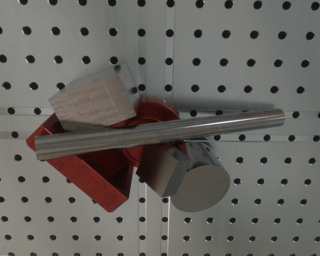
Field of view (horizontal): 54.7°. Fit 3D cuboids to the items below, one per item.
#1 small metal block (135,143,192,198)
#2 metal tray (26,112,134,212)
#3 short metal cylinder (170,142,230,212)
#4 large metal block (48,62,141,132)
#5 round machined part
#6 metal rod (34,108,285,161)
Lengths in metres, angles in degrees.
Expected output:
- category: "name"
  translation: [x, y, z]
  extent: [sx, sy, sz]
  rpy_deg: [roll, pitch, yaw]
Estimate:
- category: "small metal block"
  translation: [0.003, 0.047, 0.371]
  extent: [0.025, 0.050, 0.050]
  rpy_deg: [4, 115, -47]
- category: "metal tray"
  translation: [-0.092, 0.035, 0.389]
  extent: [0.030, 0.090, 0.130]
  rpy_deg: [-42, 105, 14]
- category: "short metal cylinder"
  translation: [0.045, 0.065, 0.412]
  extent: [0.081, 0.050, 0.079]
  rpy_deg: [-8, 124, -13]
- category: "large metal block"
  translation: [-0.072, -0.036, 0.368]
  extent: [0.080, 0.080, 0.050]
  rpy_deg: [-20, 109, 7]
- category: "round machined part"
  translation: [-0.017, 0.012, 0.411]
  extent: [0.099, 0.042, 0.097]
  rpy_deg: [0, 110, -1]
- category: "metal rod"
  translation: [0.016, 0.003, 0.364]
  extent: [0.303, 0.025, 0.025]
  rpy_deg: [-7, 111, -19]
